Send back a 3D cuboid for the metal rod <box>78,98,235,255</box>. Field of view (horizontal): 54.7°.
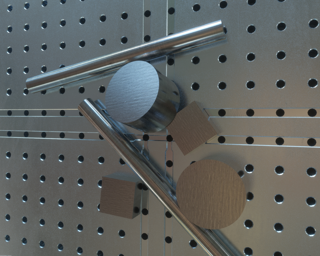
[{"bbox_3d":[-0.008,0.070,0.415,0.300,0.025,0.025,46,104,14],"label":"metal rod"}]

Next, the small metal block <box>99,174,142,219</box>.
[{"bbox_3d":[-0.054,0.094,0.432,0.050,0.025,0.050,6,92,19],"label":"small metal block"}]

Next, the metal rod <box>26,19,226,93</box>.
[{"bbox_3d":[-0.060,-0.094,0.433,0.301,0.025,0.025,-11,86,19],"label":"metal rod"}]

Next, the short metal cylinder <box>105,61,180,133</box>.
[{"bbox_3d":[-0.022,-0.038,0.394,0.080,0.050,0.080,-10,69,30],"label":"short metal cylinder"}]

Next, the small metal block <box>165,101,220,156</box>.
[{"bbox_3d":[0.041,0.000,0.398,0.050,0.025,0.050,-36,79,16],"label":"small metal block"}]

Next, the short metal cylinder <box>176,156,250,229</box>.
[{"bbox_3d":[0.065,0.075,0.376,0.080,0.050,0.079,0,90,20],"label":"short metal cylinder"}]
